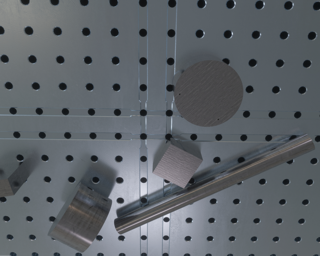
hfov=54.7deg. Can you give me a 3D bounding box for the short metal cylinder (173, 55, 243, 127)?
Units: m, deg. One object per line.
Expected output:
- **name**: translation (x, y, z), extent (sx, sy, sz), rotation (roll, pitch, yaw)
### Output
- **short metal cylinder**: translation (0.057, -0.047, 0.383), extent (0.081, 0.050, 0.079), rotation (0, 110, 0)

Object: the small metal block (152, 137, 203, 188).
- **small metal block**: translation (0.024, 0.048, 0.432), extent (0.050, 0.025, 0.050), rotation (28, 108, -10)

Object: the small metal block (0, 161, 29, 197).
- **small metal block**: translation (-0.217, 0.072, 0.424), extent (0.050, 0.050, 0.025), rotation (-9, 110, 3)

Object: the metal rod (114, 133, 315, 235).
- **metal rod**: translation (0.071, 0.084, 0.444), extent (0.301, 0.025, 0.025), rotation (-26, 108, 9)

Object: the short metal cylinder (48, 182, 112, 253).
- **short metal cylinder**: translation (-0.110, 0.122, 0.428), extent (0.050, 0.080, 0.080), rotation (34, 107, -12)
